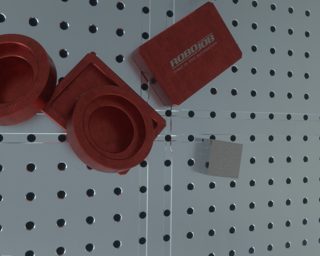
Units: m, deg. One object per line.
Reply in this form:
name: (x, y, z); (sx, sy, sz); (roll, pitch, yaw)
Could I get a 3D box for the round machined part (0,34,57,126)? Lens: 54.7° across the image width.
round machined part: (-0.158, -0.047, 0.330); (0.099, 0.042, 0.098); (-1, 70, 4)

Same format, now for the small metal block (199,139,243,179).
small metal block: (0.088, 0.044, 0.445); (0.050, 0.025, 0.050); (10, 87, -20)

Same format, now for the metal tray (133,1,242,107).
metal tray: (0.040, -0.100, 0.424); (0.131, 0.030, 0.090); (-38, 102, -16)

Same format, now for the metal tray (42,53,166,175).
metal tray: (-0.068, -0.015, 0.384); (0.130, 0.030, 0.090); (43, 77, -15)

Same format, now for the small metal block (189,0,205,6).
small metal block: (0.068, -0.196, 0.424); (0.050, 0.050, 0.025); (-30, 100, -17)

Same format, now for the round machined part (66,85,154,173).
round machined part: (-0.059, 0.004, 0.356); (0.099, 0.042, 0.098); (13, 66, -31)
